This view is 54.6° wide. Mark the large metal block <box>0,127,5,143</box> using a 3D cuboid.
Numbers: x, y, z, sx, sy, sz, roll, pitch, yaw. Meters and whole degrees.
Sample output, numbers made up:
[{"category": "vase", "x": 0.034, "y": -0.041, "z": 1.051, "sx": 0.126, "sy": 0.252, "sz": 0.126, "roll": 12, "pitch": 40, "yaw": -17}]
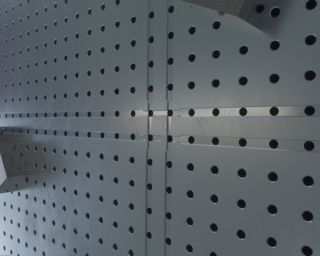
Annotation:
[{"category": "large metal block", "x": -0.410, "y": 0.049, "z": 0.735, "sx": 0.080, "sy": 0.050, "sz": 0.080, "roll": -30, "pitch": 72, "yaw": 36}]

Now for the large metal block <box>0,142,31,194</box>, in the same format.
[{"category": "large metal block", "x": -0.329, "y": 0.086, "z": 0.668, "sx": 0.080, "sy": 0.050, "sz": 0.080, "roll": -40, "pitch": 66, "yaw": 33}]

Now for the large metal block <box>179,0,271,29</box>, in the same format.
[{"category": "large metal block", "x": 0.077, "y": -0.161, "z": 0.330, "sx": 0.080, "sy": 0.050, "sz": 0.080, "roll": 33, "pitch": 110, "yaw": 35}]
